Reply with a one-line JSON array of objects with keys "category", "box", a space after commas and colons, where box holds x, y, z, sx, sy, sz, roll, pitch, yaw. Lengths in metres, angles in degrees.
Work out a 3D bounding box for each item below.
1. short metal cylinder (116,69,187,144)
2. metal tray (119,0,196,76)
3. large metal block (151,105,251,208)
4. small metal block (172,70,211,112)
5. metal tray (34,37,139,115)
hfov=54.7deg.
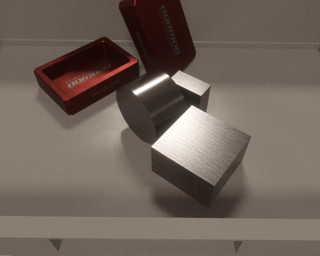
[{"category": "short metal cylinder", "box": [-0.011, -0.027, 0.392, 0.050, 0.080, 0.080, -33, 58, -25]}, {"category": "metal tray", "box": [0.002, -0.140, 0.452, 0.030, 0.130, 0.090, 11, 48, 39]}, {"category": "large metal block", "box": [0.047, 0.031, 0.364, 0.080, 0.050, 0.080, 31, 56, 23]}, {"category": "small metal block", "box": [0.039, -0.044, 0.426, 0.050, 0.050, 0.025, 29, 56, 22]}, {"category": "metal tray", "box": [-0.108, -0.084, 0.470, 0.131, 0.030, 0.090, -35, 59, -26]}]
